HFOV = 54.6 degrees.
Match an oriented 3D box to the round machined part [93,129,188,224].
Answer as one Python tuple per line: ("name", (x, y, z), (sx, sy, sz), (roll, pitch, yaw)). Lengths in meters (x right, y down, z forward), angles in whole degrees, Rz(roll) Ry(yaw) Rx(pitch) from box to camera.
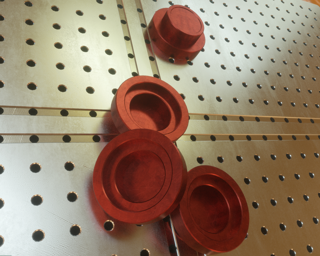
("round machined part", (-0.018, 0.053, 0.333), (0.098, 0.042, 0.098), (-6, 69, 15))

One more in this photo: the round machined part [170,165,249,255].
("round machined part", (0.052, 0.096, 0.363), (0.099, 0.042, 0.098), (16, 56, -24))

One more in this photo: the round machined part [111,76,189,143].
("round machined part", (-0.016, -0.016, 0.398), (0.099, 0.042, 0.098), (13, 56, -21))

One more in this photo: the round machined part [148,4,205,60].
("round machined part", (0.034, -0.165, 0.515), (0.099, 0.042, 0.098), (13, 56, -21))
